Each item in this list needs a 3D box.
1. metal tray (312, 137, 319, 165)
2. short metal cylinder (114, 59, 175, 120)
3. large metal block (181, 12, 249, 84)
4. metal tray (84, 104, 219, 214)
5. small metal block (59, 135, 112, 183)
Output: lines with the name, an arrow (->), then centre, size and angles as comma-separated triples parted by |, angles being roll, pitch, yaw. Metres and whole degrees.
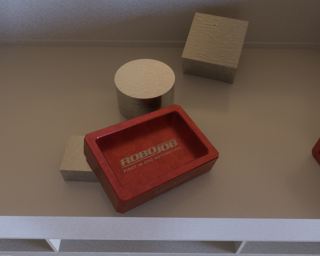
metal tray -> 0.224, 0.047, 0.326 | 0.030, 0.089, 0.130 | -12, 51, -10
short metal cylinder -> -0.020, -0.051, 0.432 | 0.081, 0.050, 0.080 | 0, 50, 0
large metal block -> 0.084, -0.122, 0.475 | 0.080, 0.050, 0.080 | 14, 74, 11
metal tray -> -0.009, 0.029, 0.357 | 0.131, 0.030, 0.090 | -21, 59, -28
small metal block -> -0.087, 0.037, 0.373 | 0.050, 0.025, 0.050 | 3, 50, 1
